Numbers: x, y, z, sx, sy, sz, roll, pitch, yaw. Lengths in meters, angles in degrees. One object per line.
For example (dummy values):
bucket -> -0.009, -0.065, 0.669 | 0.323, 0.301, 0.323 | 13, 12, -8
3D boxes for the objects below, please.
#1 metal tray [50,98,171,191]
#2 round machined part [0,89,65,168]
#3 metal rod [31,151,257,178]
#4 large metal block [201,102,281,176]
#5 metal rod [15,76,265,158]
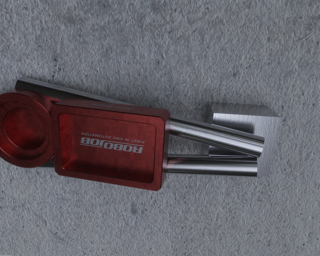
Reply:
metal tray -> -0.057, 0.018, 0.359 | 0.131, 0.030, 0.089 | 7, 110, 10
round machined part -> -0.166, -0.002, 0.393 | 0.098, 0.042, 0.097 | 3, 110, 9
metal rod -> -0.035, 0.044, 0.392 | 0.301, 0.025, 0.025 | 1, 111, 13
large metal block -> 0.101, 0.013, 0.402 | 0.081, 0.050, 0.079 | 4, 110, -2
metal rod -> -0.030, -0.015, 0.370 | 0.301, 0.025, 0.025 | 15, 110, 8
